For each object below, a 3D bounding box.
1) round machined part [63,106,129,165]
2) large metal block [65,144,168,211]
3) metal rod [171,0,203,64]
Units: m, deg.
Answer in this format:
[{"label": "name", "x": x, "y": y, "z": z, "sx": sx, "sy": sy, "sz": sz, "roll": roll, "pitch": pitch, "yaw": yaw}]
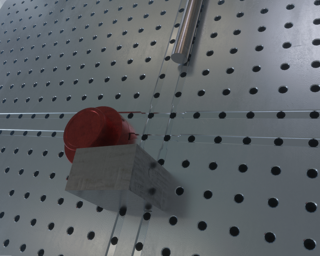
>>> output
[{"label": "round machined part", "x": -0.097, "y": 0.010, "z": 0.443, "sx": 0.098, "sy": 0.042, "sz": 0.098, "roll": -13, "pitch": 56, "yaw": 21}, {"label": "large metal block", "x": -0.047, "y": 0.061, "z": 0.360, "sx": 0.080, "sy": 0.080, "sz": 0.050, "roll": -6, "pitch": 59, "yaw": 25}, {"label": "metal rod", "x": 0.064, "y": -0.234, "z": 0.518, "sx": 0.025, "sy": 0.025, "sz": 0.300, "roll": 1, "pitch": 62, "yaw": 28}]
